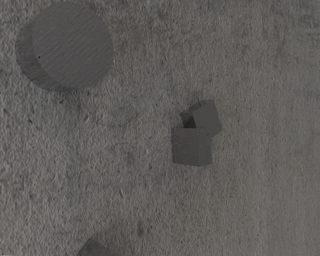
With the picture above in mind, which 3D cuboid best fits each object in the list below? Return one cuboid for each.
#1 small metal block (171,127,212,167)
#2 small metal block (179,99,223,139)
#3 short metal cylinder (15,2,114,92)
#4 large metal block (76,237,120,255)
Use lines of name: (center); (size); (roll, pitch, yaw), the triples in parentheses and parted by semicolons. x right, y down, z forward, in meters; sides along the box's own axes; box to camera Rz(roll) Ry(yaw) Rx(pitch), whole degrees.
small metal block: (0.042, 0.024, 0.424); (0.025, 0.050, 0.050); (-6, 94, -40)
small metal block: (0.061, -0.009, 0.456); (0.050, 0.025, 0.050); (-31, 110, -36)
short metal cylinder: (-0.094, -0.078, 0.309); (0.081, 0.050, 0.080); (0, 90, -40)
large metal block: (-0.046, 0.171, 0.331); (0.080, 0.080, 0.050); (51, 60, -28)
